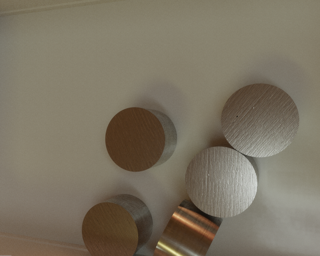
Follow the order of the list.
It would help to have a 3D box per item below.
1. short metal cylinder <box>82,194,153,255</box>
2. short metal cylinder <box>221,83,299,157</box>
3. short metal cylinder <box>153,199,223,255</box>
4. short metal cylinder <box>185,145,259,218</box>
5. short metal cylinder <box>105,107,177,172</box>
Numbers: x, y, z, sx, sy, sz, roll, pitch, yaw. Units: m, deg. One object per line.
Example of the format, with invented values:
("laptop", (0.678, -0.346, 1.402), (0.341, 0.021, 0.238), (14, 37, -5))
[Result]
("short metal cylinder", (-0.056, 0.134, 0.416), (0.080, 0.050, 0.079), (0, 90, 19))
("short metal cylinder", (0.115, -0.008, 0.357), (0.080, 0.050, 0.079), (0, 90, 19))
("short metal cylinder", (0.034, 0.132, 0.369), (0.050, 0.080, 0.080), (26, 99, 18))
("short metal cylinder", (0.076, 0.060, 0.370), (0.080, 0.050, 0.079), (0, 90, 19))
("short metal cylinder", (-0.023, 0.014, 0.405), (0.080, 0.050, 0.079), (0, 90, 19))
